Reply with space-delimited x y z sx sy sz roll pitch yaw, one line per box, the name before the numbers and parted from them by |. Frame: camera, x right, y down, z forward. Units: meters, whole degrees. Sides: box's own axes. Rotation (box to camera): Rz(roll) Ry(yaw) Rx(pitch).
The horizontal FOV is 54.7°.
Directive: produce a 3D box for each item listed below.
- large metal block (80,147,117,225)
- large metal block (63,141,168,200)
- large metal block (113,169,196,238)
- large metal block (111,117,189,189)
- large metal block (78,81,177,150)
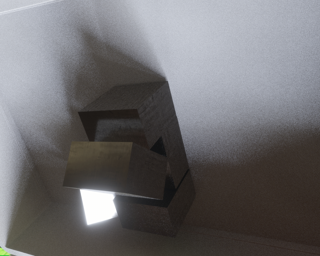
large metal block | -0.092 0.079 0.456 0.050 0.080 0.079 -11 123 -15
large metal block | -0.047 0.049 0.352 0.080 0.080 0.050 -1 73 28
large metal block | -0.005 0.098 0.432 0.080 0.080 0.050 1 119 27
large metal block | -0.014 0.032 0.419 0.080 0.050 0.080 -1 118 28
large metal block | -0.036 -0.016 0.378 0.080 0.080 0.050 -1 118 28
